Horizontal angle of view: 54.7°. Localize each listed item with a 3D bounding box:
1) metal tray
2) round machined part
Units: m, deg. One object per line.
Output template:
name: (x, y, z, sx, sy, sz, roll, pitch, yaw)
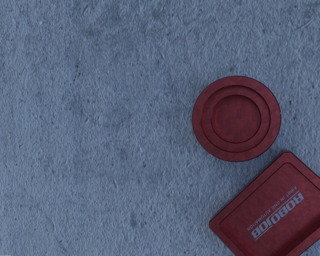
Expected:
metal tray: (0.133, 0.100, 0.359, 0.090, 0.030, 0.130, 46, 104, 14)
round machined part: (0.091, -0.010, 0.368, 0.098, 0.042, 0.097, 0, 90, 19)
